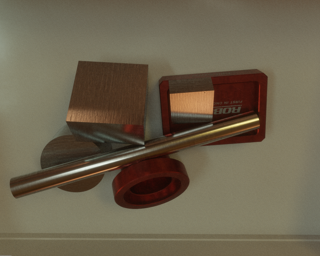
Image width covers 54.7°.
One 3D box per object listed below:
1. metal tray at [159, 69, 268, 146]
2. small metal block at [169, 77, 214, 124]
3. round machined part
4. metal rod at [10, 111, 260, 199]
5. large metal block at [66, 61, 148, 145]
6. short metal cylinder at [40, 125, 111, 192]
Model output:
[{"bbox_3d":[0.067,-0.024,0.398,0.131,0.030,0.089,-4,110,1],"label":"metal tray"},{"bbox_3d":[0.037,-0.032,0.375,0.050,0.025,0.050,-4,136,1],"label":"small metal block"},{"bbox_3d":[-0.014,0.065,0.407,0.099,0.042,0.097,-12,145,-8],"label":"round machined part"},{"bbox_3d":[-0.024,0.030,0.376,0.302,0.025,0.025,-15,110,-7],"label":"metal rod"},{"bbox_3d":[-0.056,-0.029,0.361,0.081,0.080,0.050,3,152,-1],"label":"large metal block"},{"bbox_3d":[-0.108,0.037,0.408,0.081,0.050,0.079,0,110,-1],"label":"short metal cylinder"}]
